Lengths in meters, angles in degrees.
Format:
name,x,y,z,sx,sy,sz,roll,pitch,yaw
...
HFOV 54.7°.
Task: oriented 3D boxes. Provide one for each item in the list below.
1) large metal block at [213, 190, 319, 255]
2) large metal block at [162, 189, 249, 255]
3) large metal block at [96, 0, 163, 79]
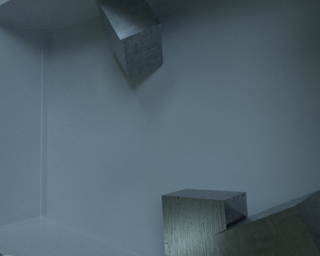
name,x,y,z,sx,sy,sz,roll,pitch,yaw
large metal block,0.110,0.100,0.280,0.080,0.081,0.050,-35,68,34
large metal block,0.051,0.114,0.348,0.080,0.050,0.080,-6,86,40
large metal block,-0.038,-0.124,0.394,0.050,0.080,0.080,-26,68,-9
